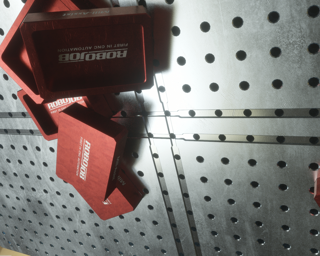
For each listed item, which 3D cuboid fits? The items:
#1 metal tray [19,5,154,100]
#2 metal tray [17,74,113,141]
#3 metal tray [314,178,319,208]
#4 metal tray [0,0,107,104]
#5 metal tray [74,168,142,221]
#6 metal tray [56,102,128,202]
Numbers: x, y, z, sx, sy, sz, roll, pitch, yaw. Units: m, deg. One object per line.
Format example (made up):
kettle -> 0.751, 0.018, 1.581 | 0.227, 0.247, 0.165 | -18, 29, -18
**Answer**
metal tray -> -0.075, -0.083, 0.347 | 0.131, 0.030, 0.089 | -7, 127, -7
metal tray -> -0.143, -0.035, 0.462 | 0.130, 0.030, 0.090 | -13, 112, 33
metal tray -> 0.245, 0.104, 0.343 | 0.090, 0.030, 0.130 | -27, 104, 37
metal tray -> -0.138, -0.105, 0.386 | 0.090, 0.030, 0.130 | 45, 111, 4
metal tray -> -0.102, 0.089, 0.518 | 0.090, 0.030, 0.130 | -29, 103, 37
metal tray -> -0.102, 0.038, 0.446 | 0.090, 0.030, 0.129 | 26, 128, 12
